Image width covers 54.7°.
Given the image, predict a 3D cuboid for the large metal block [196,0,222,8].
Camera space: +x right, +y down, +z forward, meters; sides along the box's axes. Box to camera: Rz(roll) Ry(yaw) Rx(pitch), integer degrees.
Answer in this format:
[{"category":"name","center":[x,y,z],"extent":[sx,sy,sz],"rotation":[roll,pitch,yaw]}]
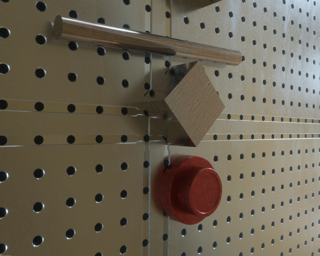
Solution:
[{"category":"large metal block","center":[0.067,-0.239,0.449],"extent":[0.080,0.050,0.080],"rotation":[30,72,-36]}]

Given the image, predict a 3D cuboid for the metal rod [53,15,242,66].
[{"category":"metal rod","center":[0.010,-0.110,0.417],"extent":[0.302,0.025,0.025],"rotation":[-3,92,-40]}]

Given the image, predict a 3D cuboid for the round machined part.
[{"category":"round machined part","center":[0.051,0.089,0.441],"extent":[0.099,0.042,0.097],"rotation":[0,90,-40]}]

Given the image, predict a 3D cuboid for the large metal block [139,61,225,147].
[{"category":"large metal block","center":[0.033,-0.032,0.420],"extent":[0.080,0.050,0.080],"rotation":[-51,120,-28]}]
